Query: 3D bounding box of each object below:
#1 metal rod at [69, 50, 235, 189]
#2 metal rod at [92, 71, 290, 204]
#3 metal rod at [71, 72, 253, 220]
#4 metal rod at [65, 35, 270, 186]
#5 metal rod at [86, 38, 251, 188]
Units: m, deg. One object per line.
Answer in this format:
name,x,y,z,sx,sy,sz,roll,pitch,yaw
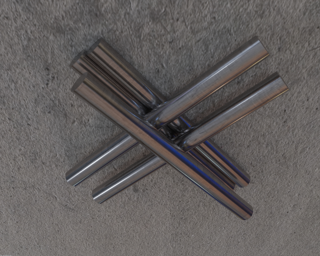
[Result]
metal rod,0.008,0.008,0.415,0.025,0.025,0.301,-34,123,25
metal rod,0.021,0.025,0.397,0.299,0.025,0.025,-34,123,25
metal rod,0.022,0.038,0.376,0.025,0.025,0.301,-35,122,26
metal rod,-0.010,-0.006,0.371,0.299,0.025,0.025,-34,123,25
metal rod,0.029,-0.003,0.406,0.025,0.025,0.301,-34,123,25
